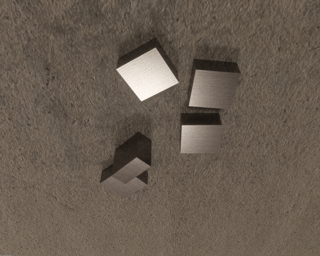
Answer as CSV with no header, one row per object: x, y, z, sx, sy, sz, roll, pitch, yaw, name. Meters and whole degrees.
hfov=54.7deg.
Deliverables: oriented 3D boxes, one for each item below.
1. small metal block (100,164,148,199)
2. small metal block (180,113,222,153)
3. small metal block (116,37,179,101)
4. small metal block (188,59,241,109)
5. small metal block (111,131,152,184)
-0.054,0.076,0.471,0.050,0.025,0.050,-34,123,25,small metal block
0.053,0.007,0.414,0.050,0.025,0.050,-1,130,0,small metal block
-0.013,-0.065,0.351,0.050,0.025,0.050,-25,126,19,small metal block
0.062,-0.051,0.365,0.050,0.025,0.050,4,130,-4,small metal block
-0.038,0.041,0.425,0.050,0.050,0.025,-37,121,27,small metal block
